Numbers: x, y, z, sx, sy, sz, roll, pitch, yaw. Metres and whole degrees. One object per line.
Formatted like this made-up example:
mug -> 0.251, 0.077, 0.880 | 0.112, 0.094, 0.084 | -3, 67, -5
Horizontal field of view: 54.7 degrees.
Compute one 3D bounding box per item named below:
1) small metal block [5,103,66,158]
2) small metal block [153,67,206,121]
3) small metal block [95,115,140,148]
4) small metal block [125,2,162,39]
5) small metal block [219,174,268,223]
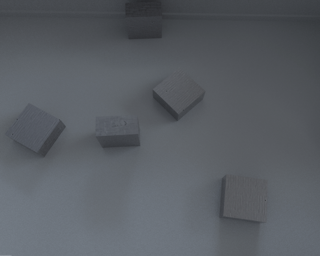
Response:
small metal block -> -0.162, 0.003, 0.407 | 0.050, 0.025, 0.050 | 27, 72, 9
small metal block -> 0.026, -0.046, 0.427 | 0.050, 0.025, 0.050 | -41, 75, -14
small metal block -> -0.052, 0.005, 0.394 | 0.050, 0.050, 0.025 | -3, 70, -2
small metal block -> -0.023, -0.156, 0.453 | 0.050, 0.050, 0.025 | -3, 70, -1
small metal block -> 0.102, 0.087, 0.379 | 0.050, 0.025, 0.050 | 8, 70, 2
